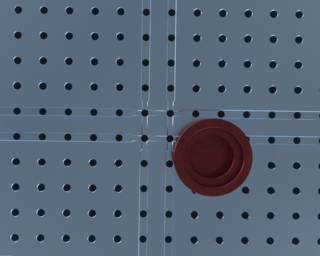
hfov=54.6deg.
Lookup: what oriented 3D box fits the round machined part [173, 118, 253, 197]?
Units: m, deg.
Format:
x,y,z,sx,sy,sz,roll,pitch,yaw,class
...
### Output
x,y,z,sx,sy,sz,roll,pitch,yaw,class
0.066,0.037,0.405,0.099,0.042,0.097,0,90,0,round machined part
